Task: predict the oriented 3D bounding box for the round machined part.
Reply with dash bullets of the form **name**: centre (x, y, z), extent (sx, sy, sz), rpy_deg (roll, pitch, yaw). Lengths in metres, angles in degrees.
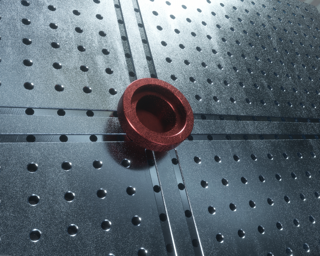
- **round machined part**: centre (-0.009, -0.014, 0.402), extent (0.099, 0.042, 0.098), rpy_deg (14, 56, -21)
